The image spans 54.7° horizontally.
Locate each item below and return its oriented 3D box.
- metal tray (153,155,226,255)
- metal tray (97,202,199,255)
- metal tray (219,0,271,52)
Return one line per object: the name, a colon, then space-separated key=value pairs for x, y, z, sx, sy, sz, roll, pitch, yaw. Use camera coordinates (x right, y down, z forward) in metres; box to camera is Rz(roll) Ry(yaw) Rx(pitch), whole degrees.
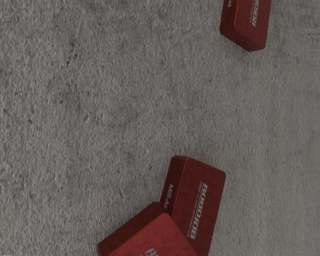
metal tray: x=0.042 y=0.113 z=0.437 sx=0.090 sy=0.030 sz=0.130 roll=26 pitch=74 yaw=-37
metal tray: x=-0.003 y=0.165 z=0.378 sx=0.090 sy=0.030 sz=0.130 roll=-36 pitch=114 yaw=-10
metal tray: x=0.149 y=-0.207 z=0.525 sx=0.091 sy=0.030 sz=0.129 roll=16 pitch=80 yaw=-39
